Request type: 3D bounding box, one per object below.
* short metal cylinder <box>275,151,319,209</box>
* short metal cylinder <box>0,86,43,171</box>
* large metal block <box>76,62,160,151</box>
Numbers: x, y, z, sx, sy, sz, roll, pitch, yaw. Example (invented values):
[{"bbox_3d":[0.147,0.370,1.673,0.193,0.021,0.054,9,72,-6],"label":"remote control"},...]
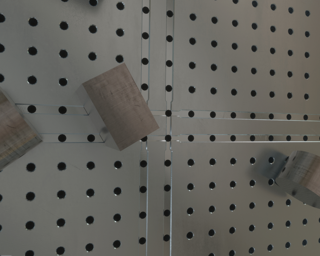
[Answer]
[{"bbox_3d":[0.224,0.078,0.466,0.080,0.080,0.050,40,77,-16],"label":"short metal cylinder"},{"bbox_3d":[-0.168,-0.003,0.321,0.050,0.080,0.080,-38,102,-16],"label":"short metal cylinder"},{"bbox_3d":[-0.053,-0.023,0.364,0.050,0.080,0.080,-31,100,-17],"label":"large metal block"}]
